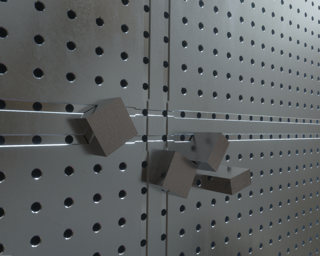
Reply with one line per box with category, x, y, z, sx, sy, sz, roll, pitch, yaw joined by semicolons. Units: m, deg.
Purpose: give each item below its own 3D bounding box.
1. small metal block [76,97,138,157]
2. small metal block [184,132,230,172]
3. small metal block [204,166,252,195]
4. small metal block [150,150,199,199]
small metal block;-0.060;-0.002;0.360;0.050;0.025;0.050;-37;113;-34
small metal block;0.066;0.034;0.451;0.025;0.050;0.050;45;63;-32
small metal block;0.106;0.081;0.485;0.050;0.050;0.025;-15;100;-39
small metal block;0.021;0.064;0.429;0.050;0.025;0.050;34;69;-35
